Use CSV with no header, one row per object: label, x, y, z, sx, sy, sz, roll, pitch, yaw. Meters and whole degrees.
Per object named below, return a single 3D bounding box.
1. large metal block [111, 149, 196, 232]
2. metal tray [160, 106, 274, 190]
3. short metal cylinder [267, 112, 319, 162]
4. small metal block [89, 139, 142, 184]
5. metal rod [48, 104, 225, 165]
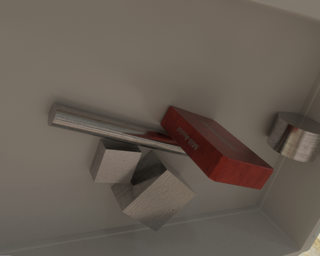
large metal block,-0.009,0.091,0.446,0.080,0.050,0.080,-43,130,1
metal tray,0.068,0.022,0.393,0.091,0.130,0.030,16,110,-35
short metal cylinder,0.223,0.013,0.506,0.081,0.080,0.050,0,118,-29
small metal block,-0.059,0.044,0.406,0.050,0.025,0.050,9,114,-33
metal rod,0.002,0.018,0.422,0.302,0.025,0.025,15,110,-35
